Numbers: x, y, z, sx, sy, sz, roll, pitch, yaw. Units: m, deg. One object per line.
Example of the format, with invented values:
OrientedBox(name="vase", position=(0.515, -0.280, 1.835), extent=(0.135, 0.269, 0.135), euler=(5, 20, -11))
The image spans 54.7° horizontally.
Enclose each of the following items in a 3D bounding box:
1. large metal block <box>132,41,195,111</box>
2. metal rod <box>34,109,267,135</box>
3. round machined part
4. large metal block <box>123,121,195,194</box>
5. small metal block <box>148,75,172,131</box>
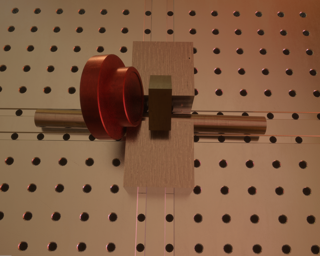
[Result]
OrientedBox(name="large metal block", position=(0.004, -0.070, 0.424), extent=(0.081, 0.050, 0.080), euler=(1, 70, 0))
OrientedBox(name="metal rod", position=(-0.012, -0.008, 0.414), extent=(0.302, 0.025, 0.025), euler=(2, 70, 0))
OrientedBox(name="round machined part", position=(-0.048, -0.035, 0.355), extent=(0.042, 0.098, 0.098), euler=(-1, 69, 15))
OrientedBox(name="large metal block", position=(0.000, 0.037, 0.385), extent=(0.081, 0.050, 0.080), euler=(1, 70, 0))
OrientedBox(name="small metal block", position=(0.000, -0.031, 0.363), extent=(0.025, 0.050, 0.050), euler=(1, 26, 0))
